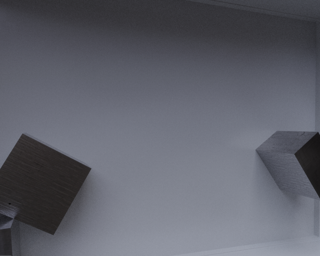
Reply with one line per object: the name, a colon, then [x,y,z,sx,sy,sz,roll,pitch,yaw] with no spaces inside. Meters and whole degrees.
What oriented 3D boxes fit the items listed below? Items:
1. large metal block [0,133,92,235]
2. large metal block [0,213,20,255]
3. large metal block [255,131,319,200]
large metal block: [-0.136,0.060,0.347,0.080,0.050,0.080,31,80,-18]
large metal block: [-0.174,0.134,0.317,0.050,0.080,0.079,-4,92,-20]
large metal block: [0.202,0.052,0.456,0.050,0.080,0.080,-37,102,-16]
